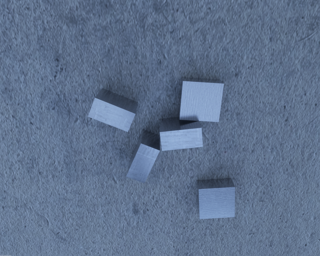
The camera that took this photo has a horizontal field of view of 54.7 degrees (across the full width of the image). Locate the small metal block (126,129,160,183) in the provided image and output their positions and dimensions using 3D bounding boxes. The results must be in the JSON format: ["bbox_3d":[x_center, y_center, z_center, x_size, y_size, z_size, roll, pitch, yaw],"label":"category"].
[{"bbox_3d":[-0.021,0.036,0.409,0.025,0.050,0.050,22,109,-8],"label":"small metal block"}]

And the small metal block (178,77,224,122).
[{"bbox_3d":[0.051,-0.037,0.397,0.050,0.025,0.050,3,110,-2],"label":"small metal block"}]

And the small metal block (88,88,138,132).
[{"bbox_3d":[-0.057,-0.024,0.387,0.050,0.050,0.025,22,109,-8],"label":"small metal block"}]

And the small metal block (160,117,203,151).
[{"bbox_3d":[0.026,0.005,0.399,0.050,0.050,0.025,-6,110,2],"label":"small metal block"}]

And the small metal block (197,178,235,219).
[{"bbox_3d":[0.080,0.102,0.448,0.050,0.025,0.050,-4,110,1],"label":"small metal block"}]
